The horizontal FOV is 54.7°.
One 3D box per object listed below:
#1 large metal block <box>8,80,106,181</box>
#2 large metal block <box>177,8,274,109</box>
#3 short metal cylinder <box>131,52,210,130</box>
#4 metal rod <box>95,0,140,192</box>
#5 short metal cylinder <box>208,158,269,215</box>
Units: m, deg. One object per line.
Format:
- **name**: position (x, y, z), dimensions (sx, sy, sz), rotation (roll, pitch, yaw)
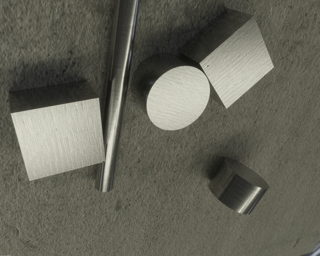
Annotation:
- **large metal block**: position (-0.108, 0.000, 0.332), dimensions (0.081, 0.050, 0.079), rotation (-13, 124, -21)
- **large metal block**: position (0.082, -0.085, 0.382), dimensions (0.080, 0.050, 0.080), rotation (-41, 130, -1)
- **short metal cylinder**: position (0.012, -0.044, 0.370), dimensions (0.081, 0.050, 0.079), rotation (-14, 124, -21)
- **metal rod**: position (-0.048, -0.053, 0.347), dimensions (0.025, 0.025, 0.298), rotation (-3, 120, -27)
- **short metal cylinder**: position (0.125, 0.092, 0.497), dimensions (0.081, 0.080, 0.050), rotation (18, 109, -36)
